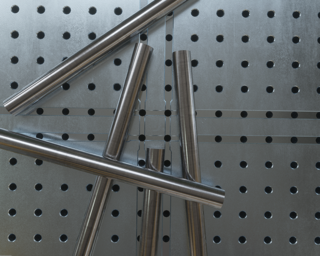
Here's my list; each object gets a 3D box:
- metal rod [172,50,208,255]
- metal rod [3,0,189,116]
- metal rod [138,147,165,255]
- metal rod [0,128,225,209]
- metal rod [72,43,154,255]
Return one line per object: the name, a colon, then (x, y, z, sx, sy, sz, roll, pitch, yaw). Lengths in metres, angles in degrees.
metal rod: (0.041, 0.048, 0.413, 0.025, 0.025, 0.298, -5, 90, -1)
metal rod: (-0.074, -0.110, 0.412, 0.301, 0.025, 0.025, -34, 90, -1)
metal rod: (-0.017, 0.175, 0.413, 0.025, 0.025, 0.298, 4, 90, -1)
metal rod: (-0.068, 0.049, 0.386, 0.302, 0.025, 0.025, 15, 90, 0)
metal rod: (-0.063, 0.034, 0.412, 0.025, 0.025, 0.298, 17, 90, -1)
